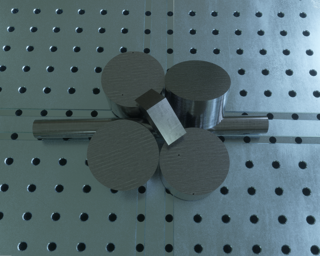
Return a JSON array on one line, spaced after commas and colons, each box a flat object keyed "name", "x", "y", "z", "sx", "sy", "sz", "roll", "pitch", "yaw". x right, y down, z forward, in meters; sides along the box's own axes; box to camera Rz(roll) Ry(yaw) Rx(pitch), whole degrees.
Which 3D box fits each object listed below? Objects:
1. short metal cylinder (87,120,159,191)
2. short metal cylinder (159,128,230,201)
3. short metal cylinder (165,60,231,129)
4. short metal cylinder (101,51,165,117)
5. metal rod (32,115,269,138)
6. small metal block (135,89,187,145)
[{"name": "short metal cylinder", "x": -0.041, "y": 0.030, "z": 0.370, "sx": 0.081, "sy": 0.050, "sz": 0.079, "roll": 0, "pitch": 90, "yaw": -1}, {"name": "short metal cylinder", "x": 0.040, "y": 0.045, "z": 0.378, "sx": 0.081, "sy": 0.050, "sz": 0.080, "roll": 0, "pitch": 70, "yaw": 0}, {"name": "short metal cylinder", "x": 0.046, "y": -0.043, "z": 0.396, "sx": 0.081, "sy": 0.050, "sz": 0.080, "roll": 0, "pitch": 47, "yaw": 0}, {"name": "short metal cylinder", "x": -0.034, "y": -0.054, "z": 0.414, "sx": 0.081, "sy": 0.050, "sz": 0.080, "roll": 0, "pitch": 70, "yaw": 0}, {"name": "metal rod", "x": -0.011, "y": -0.002, "z": 0.408, "sx": 0.302, "sy": 0.025, "sz": 0.025, "roll": -1, "pitch": 70, "yaw": -1}, {"name": "small metal block", "x": 0.000, "y": -0.014, "z": 0.362, "sx": 0.025, "sy": 0.050, "sz": 0.050, "roll": -35, "pitch": 116, "yaw": -6}]
